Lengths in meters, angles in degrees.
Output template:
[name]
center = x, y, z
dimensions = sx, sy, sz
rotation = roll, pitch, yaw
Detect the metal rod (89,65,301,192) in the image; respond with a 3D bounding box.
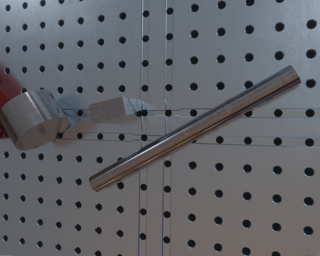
[metal rod]
center = 0.032, 0.009, 0.400
dimensions = 0.300, 0.025, 0.025
rotation = -30, 81, 17

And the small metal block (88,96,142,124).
[small metal block]
center = -0.060, -0.023, 0.419
dimensions = 0.050, 0.050, 0.025
rotation = -12, 86, 19

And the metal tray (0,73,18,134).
[metal tray]
center = -0.297, -0.054, 0.512
dimensions = 0.130, 0.030, 0.090
rotation = 46, 104, 14

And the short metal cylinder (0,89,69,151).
[short metal cylinder]
center = -0.180, -0.011, 0.445
dimensions = 0.080, 0.080, 0.050
rotation = -38, 78, 16
